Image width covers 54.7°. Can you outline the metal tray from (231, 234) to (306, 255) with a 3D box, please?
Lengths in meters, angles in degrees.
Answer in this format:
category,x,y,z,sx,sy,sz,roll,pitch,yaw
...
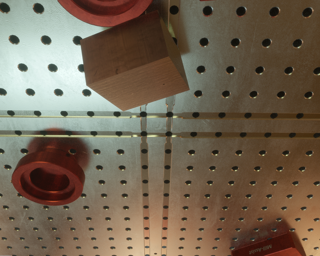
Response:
category,x,y,z,sx,sy,sz,roll,pitch,yaw
metal tray,0.226,0.270,0.641,0.130,0.030,0.090,-28,125,22

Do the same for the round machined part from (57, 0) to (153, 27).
category,x,y,z,sx,sy,sz,roll,pitch,yaw
round machined part,-0.049,-0.145,0.276,0.099,0.042,0.097,0,130,0

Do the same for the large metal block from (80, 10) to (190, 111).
category,x,y,z,sx,sy,sz,roll,pitch,yaw
large metal block,-0.022,-0.063,0.318,0.080,0.050,0.080,-17,161,14

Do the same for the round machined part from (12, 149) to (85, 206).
category,x,y,z,sx,sy,sz,roll,pitch,yaw
round machined part,-0.160,0.069,0.457,0.099,0.042,0.097,0,130,0
